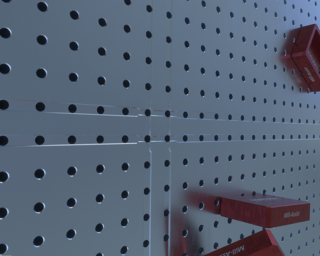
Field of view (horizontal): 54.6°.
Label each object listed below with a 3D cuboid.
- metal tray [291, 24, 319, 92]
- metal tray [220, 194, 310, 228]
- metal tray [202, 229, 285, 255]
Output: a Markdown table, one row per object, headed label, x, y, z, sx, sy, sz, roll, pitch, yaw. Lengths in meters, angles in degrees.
| label | x | y | z | sx | sy | sz | roll | pitch | yaw |
| --- | --- | --- | --- | --- | --- | --- | --- | --- | --- |
| metal tray | 0.346 | -0.154 | 0.692 | 0.130 | 0.030 | 0.090 | 41 | 65 | -32 |
| metal tray | 0.174 | 0.133 | 0.511 | 0.131 | 0.090 | 0.030 | 7 | 85 | -40 |
| metal tray | 0.119 | 0.209 | 0.450 | 0.090 | 0.130 | 0.030 | 56 | 13 | -25 |
